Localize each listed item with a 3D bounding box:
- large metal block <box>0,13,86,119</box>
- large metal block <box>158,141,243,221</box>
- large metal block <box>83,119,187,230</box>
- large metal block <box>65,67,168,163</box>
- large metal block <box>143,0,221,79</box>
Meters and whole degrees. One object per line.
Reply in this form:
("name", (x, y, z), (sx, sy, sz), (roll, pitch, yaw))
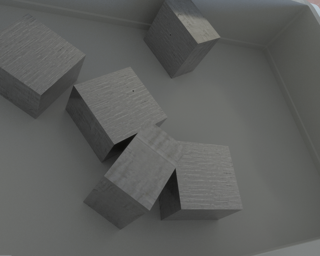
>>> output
("large metal block", (-0.146, -0.071, 0.354), (0.080, 0.050, 0.080), (36, 51, -5))
("large metal block", (0.044, 0.065, 0.373), (0.081, 0.050, 0.080), (7, 59, -25))
("large metal block", (-0.027, 0.050, 0.325), (0.050, 0.080, 0.080), (38, 51, -3))
("large metal block", (-0.052, -0.018, 0.372), (0.081, 0.050, 0.080), (-28, 77, -37))
("large metal block", (0.030, -0.135, 0.469), (0.050, 0.080, 0.080), (-26, 76, -37))
